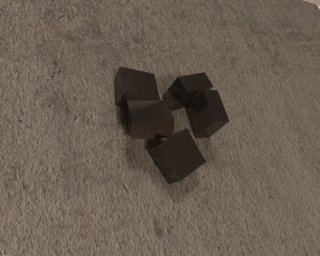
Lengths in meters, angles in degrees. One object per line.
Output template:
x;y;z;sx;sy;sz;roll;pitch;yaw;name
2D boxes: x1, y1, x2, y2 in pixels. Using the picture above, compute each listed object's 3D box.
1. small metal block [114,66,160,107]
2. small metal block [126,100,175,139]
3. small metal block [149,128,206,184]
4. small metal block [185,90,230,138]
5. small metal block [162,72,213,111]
-0.031;-0.052;0.414;0.050;0.025;0.050;8;48;-24;small metal block
-0.014;-0.011;0.385;0.050;0.025;0.050;-2;34;-14;small metal block
0.023;0.035;0.390;0.050;0.025;0.050;-29;91;-38;small metal block
0.065;-0.019;0.436;0.025;0.050;0.050;-1;63;-29;small metal block
0.039;-0.052;0.442;0.050;0.050;0.025;-16;70;-35;small metal block
